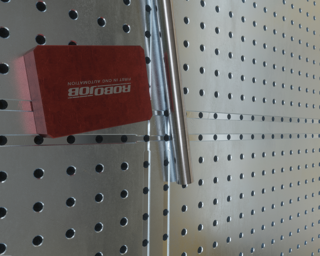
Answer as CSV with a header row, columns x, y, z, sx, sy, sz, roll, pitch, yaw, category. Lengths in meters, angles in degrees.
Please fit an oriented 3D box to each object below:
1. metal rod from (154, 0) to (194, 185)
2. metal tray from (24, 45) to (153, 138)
x,y,z,sx,sy,sz,roll,pitch,yaw,category
0.017,-0.070,0.423,0.025,0.025,0.298,-12,98,-39,metal rod
-0.073,-0.044,0.345,0.131,0.030,0.089,-12,98,-39,metal tray
